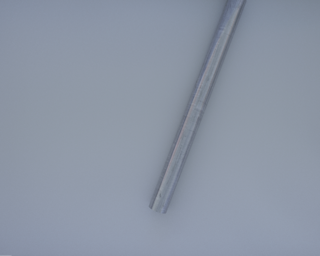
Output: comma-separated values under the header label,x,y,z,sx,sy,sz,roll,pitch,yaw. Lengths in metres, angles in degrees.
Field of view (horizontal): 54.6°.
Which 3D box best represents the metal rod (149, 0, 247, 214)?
label,x,y,z,sx,sy,sz,roll,pitch,yaw
metal rod,0.050,-0.032,0.411,0.025,0.025,0.299,21,90,0
